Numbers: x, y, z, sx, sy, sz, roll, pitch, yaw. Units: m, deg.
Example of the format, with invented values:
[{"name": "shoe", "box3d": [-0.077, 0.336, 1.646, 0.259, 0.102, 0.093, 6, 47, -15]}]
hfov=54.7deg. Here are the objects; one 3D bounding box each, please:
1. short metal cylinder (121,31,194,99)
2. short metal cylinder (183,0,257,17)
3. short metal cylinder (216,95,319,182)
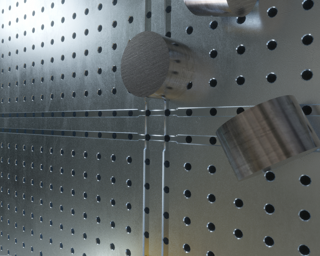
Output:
[{"name": "short metal cylinder", "box3d": [-0.004, -0.077, 0.394, 0.080, 0.050, 0.079, 0, 90, 40]}, {"name": "short metal cylinder", "box3d": [0.065, -0.157, 0.319, 0.050, 0.081, 0.079, 18, 101, 38]}, {"name": "short metal cylinder", "box3d": [0.100, 0.011, 0.290, 0.080, 0.081, 0.050, -34, 69, 34]}]
